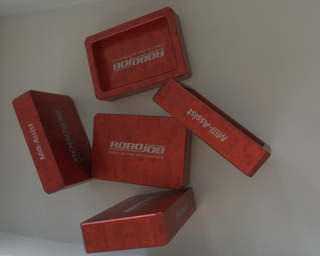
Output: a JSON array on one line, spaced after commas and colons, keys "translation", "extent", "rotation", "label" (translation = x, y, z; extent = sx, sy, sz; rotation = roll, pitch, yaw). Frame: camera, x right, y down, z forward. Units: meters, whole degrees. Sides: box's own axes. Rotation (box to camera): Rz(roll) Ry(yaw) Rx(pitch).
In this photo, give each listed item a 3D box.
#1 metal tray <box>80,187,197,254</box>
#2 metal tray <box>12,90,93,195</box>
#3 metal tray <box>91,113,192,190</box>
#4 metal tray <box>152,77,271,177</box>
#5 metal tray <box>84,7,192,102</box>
[{"translation": [-0.017, 0.101, 0.357], "extent": [0.090, 0.130, 0.030], "rotation": [-13, 86, 19], "label": "metal tray"}, {"translation": [-0.136, 0.017, 0.420], "extent": [0.030, 0.090, 0.129], "rotation": [-26, 82, 17], "label": "metal tray"}, {"translation": [-0.026, 0.028, 0.413], "extent": [0.130, 0.030, 0.089], "rotation": [4, 91, 19], "label": "metal tray"}, {"translation": [0.062, -0.004, 0.351], "extent": [0.130, 0.090, 0.030], "rotation": [40, 103, 15], "label": "metal tray"}, {"translation": [-0.031, -0.095, 0.416], "extent": [0.130, 0.030, 0.090], "rotation": [-14, 85, 19], "label": "metal tray"}]
